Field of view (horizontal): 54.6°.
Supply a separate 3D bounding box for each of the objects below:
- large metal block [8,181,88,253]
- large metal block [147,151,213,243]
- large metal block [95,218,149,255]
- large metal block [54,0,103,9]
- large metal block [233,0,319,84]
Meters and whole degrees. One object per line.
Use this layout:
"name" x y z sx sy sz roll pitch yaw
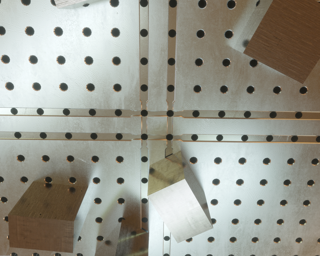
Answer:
"large metal block" -0.149 0.120 0.427 0.080 0.080 0.050 7 110 -3
"large metal block" 0.026 0.090 0.417 0.050 0.080 0.080 -27 108 9
"large metal block" -0.060 0.197 0.456 0.050 0.080 0.080 33 107 -11
"large metal block" -0.080 -0.180 0.333 0.080 0.050 0.080 -14 110 5
"large metal block" 0.146 -0.109 0.361 0.080 0.050 0.080 25 108 -9
